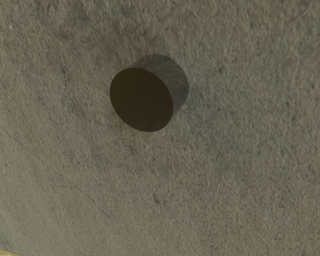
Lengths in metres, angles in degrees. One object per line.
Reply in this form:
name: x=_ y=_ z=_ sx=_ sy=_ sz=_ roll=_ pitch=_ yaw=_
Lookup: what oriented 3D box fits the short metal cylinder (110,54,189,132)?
short metal cylinder: x=-0.012 y=-0.042 z=0.370 sx=0.080 sy=0.050 sz=0.079 roll=13 pitch=124 yaw=20
